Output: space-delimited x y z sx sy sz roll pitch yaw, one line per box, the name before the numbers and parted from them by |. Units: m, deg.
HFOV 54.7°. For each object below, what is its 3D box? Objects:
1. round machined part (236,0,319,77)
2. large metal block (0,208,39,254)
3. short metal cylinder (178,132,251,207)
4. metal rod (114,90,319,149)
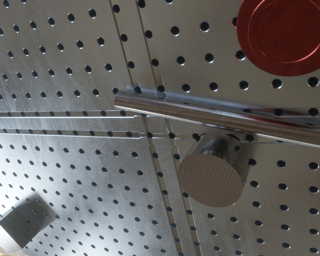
round machined part | 0.118 -0.093 0.280 0.098 0.042 0.097 13 124 21
large metal block | -0.350 0.243 0.730 0.080 0.050 0.080 -28 103 37
short metal cylinder | 0.069 0.052 0.391 0.080 0.050 0.079 13 124 21
metal rod | 0.082 -0.009 0.361 0.301 0.025 0.025 12 124 21
